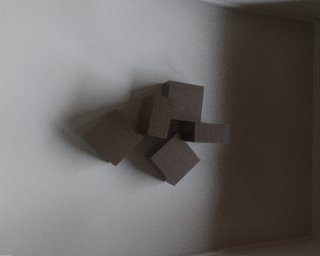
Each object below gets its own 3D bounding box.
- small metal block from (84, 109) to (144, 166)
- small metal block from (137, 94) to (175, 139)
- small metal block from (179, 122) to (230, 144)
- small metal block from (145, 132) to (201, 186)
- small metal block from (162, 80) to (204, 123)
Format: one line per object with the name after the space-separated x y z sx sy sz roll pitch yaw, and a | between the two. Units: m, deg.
-0.058 0.012 0.388 0.050 0.025 0.050 -47 105 -14 | small metal block
-0.007 -0.014 0.393 0.025 0.050 0.050 13 86 -20 | small metal block
0.058 0.007 0.418 0.050 0.050 0.025 3 89 -20 | small metal block
0.017 0.041 0.416 0.050 0.025 0.050 -43 104 -15 | small metal block
0.029 -0.034 0.421 0.050 0.025 0.050 7 88 -20 | small metal block
